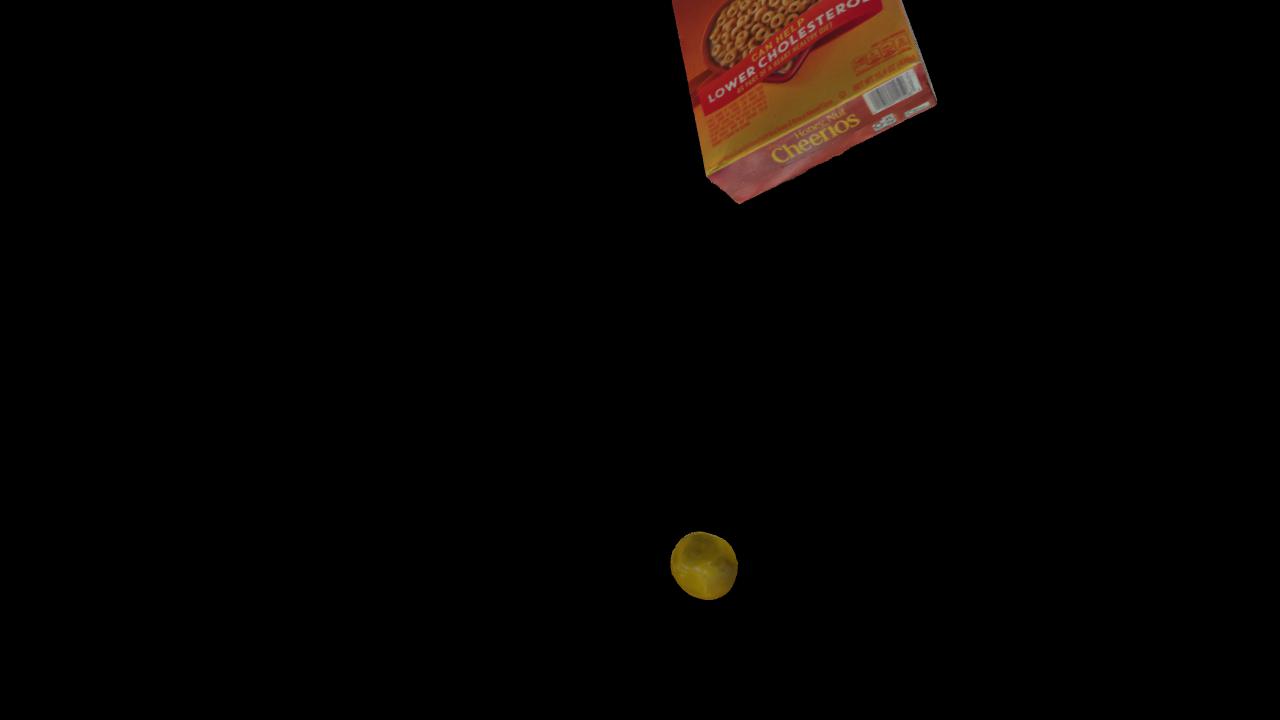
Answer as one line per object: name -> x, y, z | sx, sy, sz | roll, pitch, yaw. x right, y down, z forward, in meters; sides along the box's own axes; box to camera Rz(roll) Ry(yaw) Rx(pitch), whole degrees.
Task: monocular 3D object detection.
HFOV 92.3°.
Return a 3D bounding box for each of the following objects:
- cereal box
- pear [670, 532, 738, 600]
cereal box -> 0.140, -0.336, 0.606 | 0.203, 0.306, 0.081 | -20, -23, 32
pear -> 0.083, 0.260, 0.737 | 0.080, 0.111, 0.080 | -16, 34, 11
